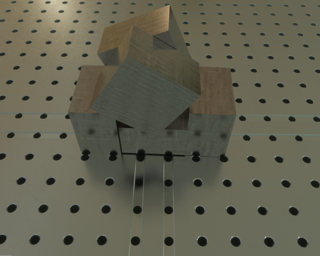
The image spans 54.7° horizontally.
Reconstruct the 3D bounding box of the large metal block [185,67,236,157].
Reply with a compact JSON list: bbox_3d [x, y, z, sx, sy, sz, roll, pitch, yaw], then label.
[{"bbox_3d":[0.059,-0.020,0.389,0.050,0.080,0.080,3,50,2],"label":"large metal block"}]

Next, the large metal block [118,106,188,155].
[{"bbox_3d":[-0.006,-0.014,0.400,0.081,0.050,0.080,2,50,1],"label":"large metal block"}]

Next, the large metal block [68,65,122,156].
[{"bbox_3d":[-0.073,-0.022,0.389,0.050,0.080,0.080,2,50,1],"label":"large metal block"}]

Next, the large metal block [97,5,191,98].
[{"bbox_3d":[-0.013,-0.081,0.357,0.080,0.080,0.050,-13,47,18],"label":"large metal block"}]

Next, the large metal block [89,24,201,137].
[{"bbox_3d":[-0.015,-0.044,0.322,0.080,0.080,0.050,25,45,-23],"label":"large metal block"}]
